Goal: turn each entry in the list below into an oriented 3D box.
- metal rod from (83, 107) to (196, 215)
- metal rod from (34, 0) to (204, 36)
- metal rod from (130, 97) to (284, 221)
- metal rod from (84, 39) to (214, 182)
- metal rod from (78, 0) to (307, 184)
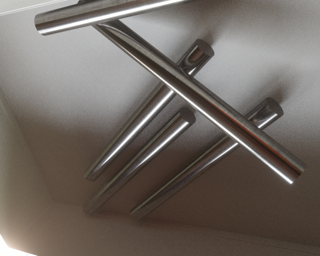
[{"bbox_3d":[-0.048,0.066,0.474,0.025,0.025,0.298,43,129,-2],"label":"metal rod"},{"bbox_3d":[0.003,-0.130,0.304,0.301,0.025,0.025,-4,117,22],"label":"metal rod"},{"bbox_3d":[0.042,0.060,0.423,0.025,0.025,0.298,43,129,-2],"label":"metal rod"},{"bbox_3d":[-0.034,-0.004,0.424,0.025,0.025,0.298,43,129,-2],"label":"metal rod"},{"bbox_3d":[0.020,-0.050,0.331,0.300,0.025,0.025,41,130,14],"label":"metal rod"}]
